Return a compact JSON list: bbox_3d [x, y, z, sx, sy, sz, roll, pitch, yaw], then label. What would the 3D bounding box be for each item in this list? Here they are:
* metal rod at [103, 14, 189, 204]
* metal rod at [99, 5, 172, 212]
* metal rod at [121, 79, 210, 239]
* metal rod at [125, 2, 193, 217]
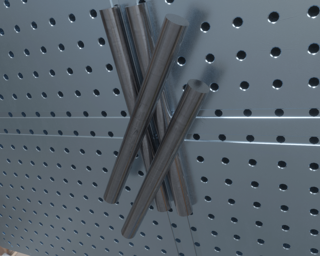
[{"bbox_3d":[-0.030,0.001,0.397,0.025,0.025,0.298,30,128,9],"label":"metal rod"},{"bbox_3d":[-0.026,-0.008,0.421,0.025,0.025,0.298,1,119,28],"label":"metal rod"},{"bbox_3d":[-0.005,0.063,0.421,0.025,0.025,0.298,30,128,9],"label":"metal rod"},{"bbox_3d":[0.005,-0.005,0.406,0.025,0.025,0.298,1,119,28],"label":"metal rod"}]
